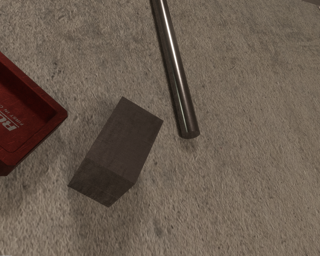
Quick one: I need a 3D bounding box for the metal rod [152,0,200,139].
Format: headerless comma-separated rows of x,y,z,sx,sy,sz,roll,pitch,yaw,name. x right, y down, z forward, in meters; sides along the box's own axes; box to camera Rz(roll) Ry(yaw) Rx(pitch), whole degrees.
0.018,-0.122,0.489,0.025,0.025,0.299,4,60,-27,metal rod

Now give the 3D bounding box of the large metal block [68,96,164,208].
-0.047,0.027,0.328,0.050,0.080,0.080,31,52,-9,large metal block

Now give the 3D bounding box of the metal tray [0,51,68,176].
-0.169,-0.027,0.303,0.130,0.030,0.090,44,41,-11,metal tray
